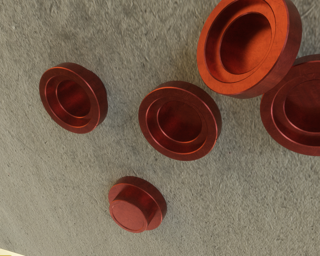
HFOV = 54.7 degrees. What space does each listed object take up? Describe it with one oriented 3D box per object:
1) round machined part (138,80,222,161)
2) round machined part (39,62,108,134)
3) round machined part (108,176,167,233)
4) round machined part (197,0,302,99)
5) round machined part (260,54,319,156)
[{"bbox_3d":[0.027,-0.012,0.374,0.098,0.042,0.097,13,124,21],"label":"round machined part"},{"bbox_3d":[-0.113,-0.044,0.428,0.098,0.042,0.097,13,124,21],"label":"round machined part"},{"bbox_3d":[-0.042,0.129,0.498,0.098,0.042,0.097,13,124,21],"label":"round machined part"},{"bbox_3d":[0.083,-0.075,0.284,0.098,0.042,0.098,-13,73,50],"label":"round machined part"},{"bbox_3d":[0.151,-0.024,0.301,0.098,0.042,0.097,13,124,21],"label":"round machined part"}]
